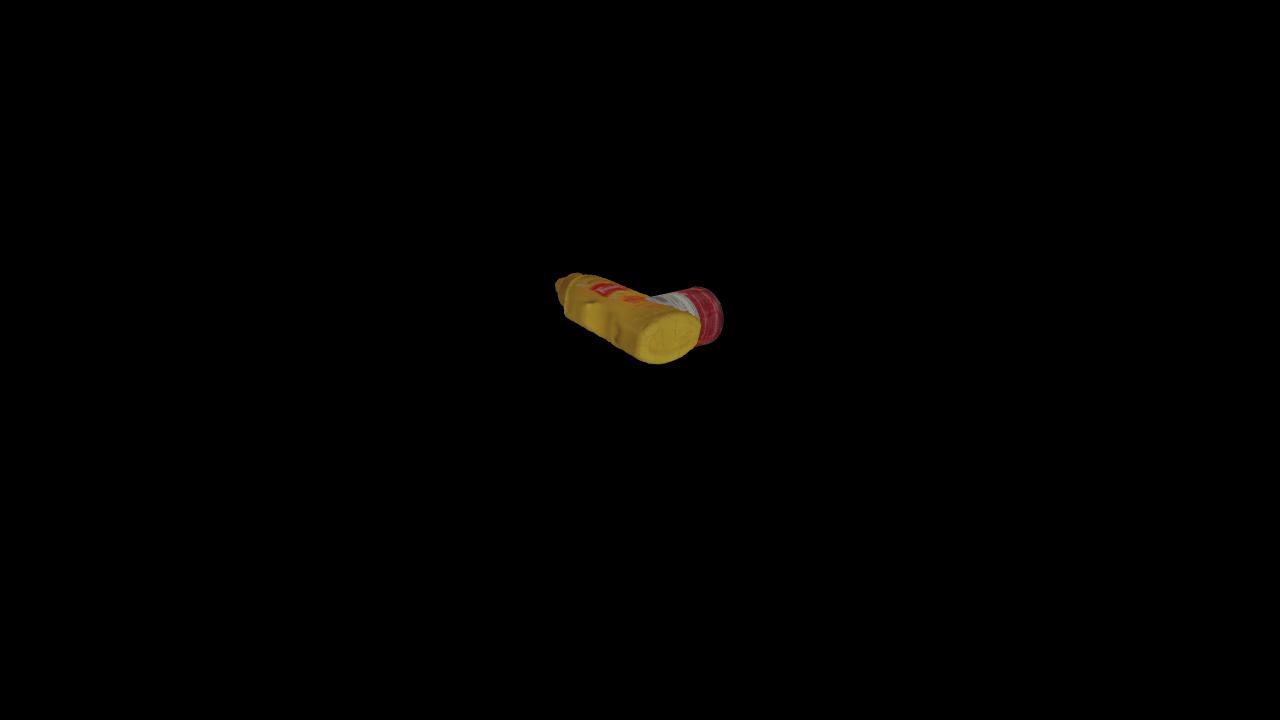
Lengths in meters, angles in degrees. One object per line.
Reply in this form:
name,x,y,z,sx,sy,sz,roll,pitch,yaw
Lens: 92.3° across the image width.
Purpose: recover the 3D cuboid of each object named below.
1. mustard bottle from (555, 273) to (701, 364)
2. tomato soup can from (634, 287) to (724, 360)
mustard bottle,-0.031,-0.053,0.655,0.092,0.054,0.184,-19,35,-39
tomato soup can,0.035,-0.039,0.665,0.068,0.068,0.101,0,12,44
